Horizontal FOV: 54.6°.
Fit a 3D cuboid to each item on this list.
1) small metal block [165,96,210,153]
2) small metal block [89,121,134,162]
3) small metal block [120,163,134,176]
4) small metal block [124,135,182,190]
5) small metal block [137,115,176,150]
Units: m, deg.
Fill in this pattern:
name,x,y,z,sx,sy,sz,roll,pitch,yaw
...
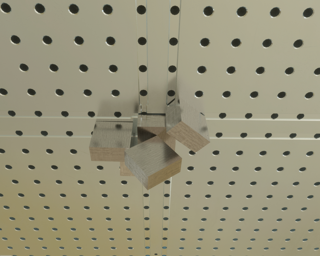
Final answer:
name,x,y,z,sx,sy,sz,roll,pitch,yaw
small metal block,0.034,-0.005,0.391,0.050,0.050,0.025,35,121,-26
small metal block,-0.062,0.017,0.409,0.050,0.050,0.025,2,131,-1
small metal block,-0.027,0.048,0.432,0.050,0.050,0.025,1,99,-1
small metal block,-0.009,0.042,0.384,0.050,0.050,0.025,-25,138,-29
small metal block,-0.004,0.009,0.419,0.050,0.025,0.050,0,130,-2
